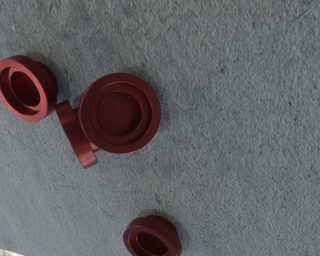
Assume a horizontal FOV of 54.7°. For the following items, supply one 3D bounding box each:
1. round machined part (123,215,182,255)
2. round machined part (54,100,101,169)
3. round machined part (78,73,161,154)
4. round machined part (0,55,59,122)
[{"bbox_3d":[-0.009,0.184,0.515,0.098,0.042,0.097,13,124,21],"label":"round machined part"},{"bbox_3d":[-0.107,0.004,0.434,0.098,0.042,0.098,58,165,25],"label":"round machined part"},{"bbox_3d":[-0.052,-0.018,0.389,0.098,0.098,0.042,58,164,-13],"label":"round machined part"},{"bbox_3d":[-0.192,-0.061,0.459,0.098,0.042,0.097,13,124,21],"label":"round machined part"}]
